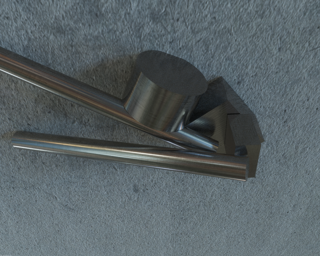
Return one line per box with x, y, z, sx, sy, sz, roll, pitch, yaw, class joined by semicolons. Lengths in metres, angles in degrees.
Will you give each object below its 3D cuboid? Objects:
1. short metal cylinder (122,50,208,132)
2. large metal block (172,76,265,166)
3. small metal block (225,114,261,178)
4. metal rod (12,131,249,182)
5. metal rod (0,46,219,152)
0.005;-0.041;0.339;0.081;0.080;0.050;16;128;-14;short metal cylinder
0.069;-0.004;0.388;0.080;0.050;0.080;-33;123;26;large metal block
0.089;0.020;0.341;0.025;0.050;0.050;-3;130;3;small metal block
-0.052;0.028;0.362;0.301;0.025;0.025;5;134;23;metal rod
-0.076;-0.033;0.342;0.301;0.025;0.025;23;127;-5;metal rod
